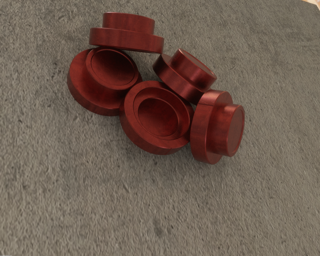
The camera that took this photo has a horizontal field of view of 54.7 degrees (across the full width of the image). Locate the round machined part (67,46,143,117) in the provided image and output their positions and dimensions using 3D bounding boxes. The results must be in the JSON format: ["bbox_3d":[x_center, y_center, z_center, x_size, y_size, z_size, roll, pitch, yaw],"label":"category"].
[{"bbox_3d":[-0.067,-0.067,0.402,0.099,0.042,0.098,14,56,-21],"label":"round machined part"}]

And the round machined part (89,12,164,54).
[{"bbox_3d":[-0.043,-0.126,0.412,0.099,0.098,0.042,1,103,-28],"label":"round machined part"}]

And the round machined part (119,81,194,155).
[{"bbox_3d":[-0.006,-0.009,0.398,0.099,0.042,0.098,14,56,-21],"label":"round machined part"}]

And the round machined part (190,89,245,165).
[{"bbox_3d":[0.080,0.000,0.404,0.042,0.097,0.098,12,44,29],"label":"round machined part"}]

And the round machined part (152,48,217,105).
[{"bbox_3d":[0.041,-0.075,0.436,0.098,0.042,0.098,33,21,-14],"label":"round machined part"}]
